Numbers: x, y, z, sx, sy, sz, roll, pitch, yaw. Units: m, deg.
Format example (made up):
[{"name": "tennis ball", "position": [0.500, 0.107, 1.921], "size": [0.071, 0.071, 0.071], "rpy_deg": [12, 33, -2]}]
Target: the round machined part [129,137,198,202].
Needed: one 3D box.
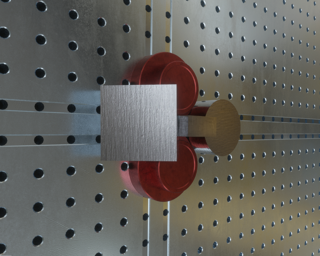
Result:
[{"name": "round machined part", "position": [0.011, 0.048, 0.408], "size": [0.099, 0.042, 0.097], "rpy_deg": [0, 90, -40]}]

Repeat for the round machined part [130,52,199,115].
[{"name": "round machined part", "position": [0.013, -0.052, 0.409], "size": [0.099, 0.042, 0.097], "rpy_deg": [0, 90, -40]}]

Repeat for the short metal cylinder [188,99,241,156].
[{"name": "short metal cylinder", "position": [0.073, -0.001, 0.452], "size": [0.081, 0.050, 0.080], "rpy_deg": [0, 90, -40]}]

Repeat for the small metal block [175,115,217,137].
[{"name": "small metal block", "position": [0.036, -0.002, 0.394], "size": [0.050, 0.050, 0.025], "rpy_deg": [2, 89, -40]}]

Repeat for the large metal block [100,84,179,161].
[{"name": "large metal block", "position": [-0.020, -0.006, 0.349], "size": [0.050, 0.080, 0.080], "rpy_deg": [-6, 96, -85]}]
